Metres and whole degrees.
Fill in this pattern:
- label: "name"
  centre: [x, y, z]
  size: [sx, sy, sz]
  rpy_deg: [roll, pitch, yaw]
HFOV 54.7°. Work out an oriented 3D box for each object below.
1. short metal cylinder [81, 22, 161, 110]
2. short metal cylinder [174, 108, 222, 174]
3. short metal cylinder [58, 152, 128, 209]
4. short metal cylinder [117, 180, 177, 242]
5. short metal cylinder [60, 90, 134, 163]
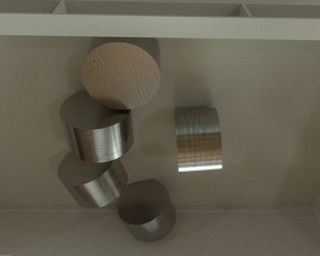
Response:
- label: "short metal cylinder"
  centre: [-0.040, -0.067, 0.335]
  size: [0.081, 0.050, 0.079]
  rpy_deg: [0, 130, 0]
- label: "short metal cylinder"
  centre: [0.046, 0.016, 0.387]
  size: [0.050, 0.080, 0.080]
  rpy_deg: [-4, 130, 3]
- label: "short metal cylinder"
  centre: [-0.091, 0.062, 0.425]
  size: [0.080, 0.080, 0.050]
  rpy_deg: [-12, 129, 9]
- label: "short metal cylinder"
  centre: [-0.019, 0.128, 0.482]
  size: [0.080, 0.080, 0.050]
  rpy_deg: [-13, 129, 10]
- label: "short metal cylinder"
  centre: [-0.072, -0.005, 0.368]
  size: [0.081, 0.080, 0.050]
  rpy_deg: [0, 130, 0]
